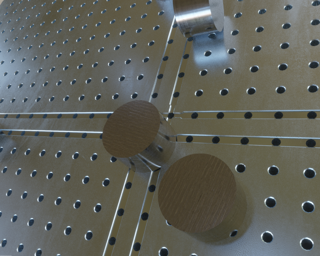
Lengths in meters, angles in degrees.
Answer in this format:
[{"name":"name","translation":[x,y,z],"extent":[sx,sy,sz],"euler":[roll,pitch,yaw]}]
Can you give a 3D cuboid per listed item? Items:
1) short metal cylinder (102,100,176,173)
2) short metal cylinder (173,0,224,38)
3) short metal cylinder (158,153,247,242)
[{"name":"short metal cylinder","translation":[-0.026,0.011,0.398],"extent":[0.080,0.050,0.080],"euler":[-13,57,20]},{"name":"short metal cylinder","translation":[0.058,-0.176,0.450],"extent":[0.050,0.080,0.080],"euler":[-3,60,26]},{"name":"short metal cylinder","translation":[0.045,0.073,0.323],"extent":[0.080,0.050,0.080],"euler":[-13,57,20]}]
